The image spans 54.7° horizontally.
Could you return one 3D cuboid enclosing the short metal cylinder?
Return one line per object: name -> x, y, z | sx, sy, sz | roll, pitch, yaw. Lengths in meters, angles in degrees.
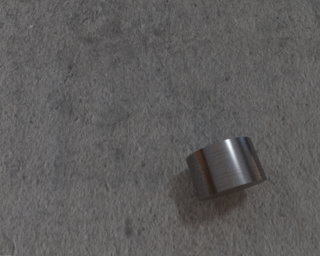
short metal cylinder -> 0.076, 0.049, 0.362 | 0.081, 0.080, 0.050 | -15, 71, -6
